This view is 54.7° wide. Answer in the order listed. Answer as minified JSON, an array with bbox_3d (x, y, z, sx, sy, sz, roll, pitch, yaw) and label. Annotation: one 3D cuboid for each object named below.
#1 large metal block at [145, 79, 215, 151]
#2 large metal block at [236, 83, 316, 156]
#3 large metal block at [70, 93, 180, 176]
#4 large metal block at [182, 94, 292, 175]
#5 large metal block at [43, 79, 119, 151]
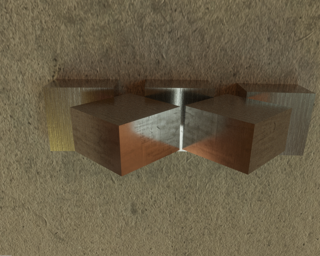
[{"bbox_3d":[0.022,-0.017,0.392,0.081,0.050,0.079,1,110,-1],"label":"large metal block"},{"bbox_3d":[0.140,-0.012,0.395,0.081,0.050,0.079,1,110,-1],"label":"large metal block"},{"bbox_3d":[-0.036,0.001,0.328,0.081,0.080,0.050,-20,118,-42],"label":"large metal block"},{"bbox_3d":[0.082,0.001,0.332,0.080,0.081,0.050,19,116,40],"label":"large metal block"},{"bbox_3d":[-0.094,-0.017,0.390,0.081,0.050,0.079,0,110,-1],"label":"large metal block"}]
